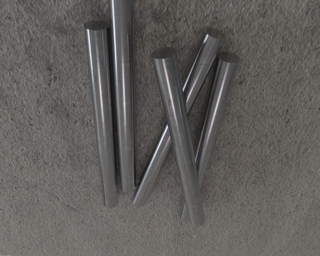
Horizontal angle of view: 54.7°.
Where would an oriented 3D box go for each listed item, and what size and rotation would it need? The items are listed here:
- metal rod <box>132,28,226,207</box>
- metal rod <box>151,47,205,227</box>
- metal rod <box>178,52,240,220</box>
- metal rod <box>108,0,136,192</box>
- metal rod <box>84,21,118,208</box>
[{"bbox_3d":[0.011,0.010,0.415,0.025,0.025,0.298,14,129,-12],"label":"metal rod"},{"bbox_3d":[0.032,0.037,0.403,0.025,0.025,0.298,-9,130,7],"label":"metal rod"},{"bbox_3d":[0.060,0.035,0.437,0.025,0.025,0.298,4,130,-4],"label":"metal rod"},{"bbox_3d":[-0.043,-0.023,0.386,0.025,0.025,0.298,2,130,-2],"label":"metal rod"},{"bbox_3d":[-0.073,0.008,0.413,0.025,0.025,0.298,2,130,-2],"label":"metal rod"}]
